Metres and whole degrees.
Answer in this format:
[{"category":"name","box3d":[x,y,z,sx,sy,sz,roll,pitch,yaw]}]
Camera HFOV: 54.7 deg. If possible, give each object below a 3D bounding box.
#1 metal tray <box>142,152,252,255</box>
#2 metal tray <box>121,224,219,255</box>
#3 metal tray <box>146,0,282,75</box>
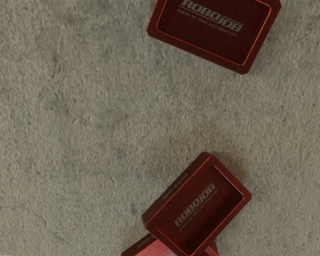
[{"category":"metal tray","box3d":[0.051,0.109,0.426,0.130,0.030,0.090,-46,105,-5]},{"category":"metal tray","box3d":[0.013,0.200,0.480,0.130,0.030,0.090,-39,106,13]},{"category":"metal tray","box3d":[0.060,-0.128,0.360,0.131,0.030,0.089,21,109,-8]}]
